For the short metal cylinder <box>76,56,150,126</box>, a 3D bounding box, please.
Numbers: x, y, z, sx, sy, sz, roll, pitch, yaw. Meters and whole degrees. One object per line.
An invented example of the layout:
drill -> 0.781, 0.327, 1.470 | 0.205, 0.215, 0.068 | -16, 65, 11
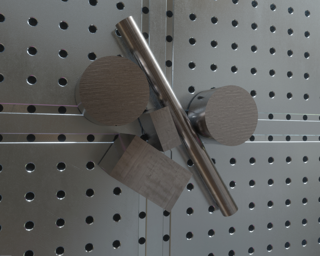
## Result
short metal cylinder -> -0.059, -0.042, 0.374 | 0.081, 0.050, 0.079 | 0, 90, -20

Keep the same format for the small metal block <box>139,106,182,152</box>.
small metal block -> -0.001, 0.001, 0.395 | 0.025, 0.050, 0.050 | -23, 98, -19

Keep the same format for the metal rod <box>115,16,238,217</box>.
metal rod -> 0.028, -0.008, 0.419 | 0.025, 0.025, 0.299 | -33, 101, -17

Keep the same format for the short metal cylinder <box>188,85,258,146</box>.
short metal cylinder -> 0.086, -0.016, 0.427 | 0.081, 0.050, 0.079 | 0, 90, -20

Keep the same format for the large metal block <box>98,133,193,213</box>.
large metal block -> -0.021, 0.050, 0.371 | 0.080, 0.080, 0.050 | 36, 79, -16
